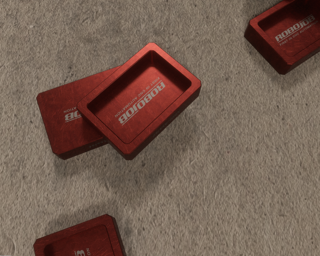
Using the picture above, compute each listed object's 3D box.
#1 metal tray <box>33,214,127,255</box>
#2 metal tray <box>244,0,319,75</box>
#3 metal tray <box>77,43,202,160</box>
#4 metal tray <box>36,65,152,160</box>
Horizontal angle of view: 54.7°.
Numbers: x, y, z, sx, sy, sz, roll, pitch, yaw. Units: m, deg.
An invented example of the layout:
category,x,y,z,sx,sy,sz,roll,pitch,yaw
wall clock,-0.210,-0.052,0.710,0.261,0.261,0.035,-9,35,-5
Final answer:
category,x,y,z,sx,sy,sz,roll,pitch,yaw
metal tray,-0.077,0.173,0.341,0.091,0.030,0.130,-19,71,-7
metal tray,0.205,-0.148,0.462,0.131,0.030,0.090,-33,74,-12
metal tray,-0.024,-0.035,0.385,0.090,0.030,0.130,43,75,13
metal tray,-0.086,-0.023,0.413,0.131,0.030,0.090,-21,72,-8
